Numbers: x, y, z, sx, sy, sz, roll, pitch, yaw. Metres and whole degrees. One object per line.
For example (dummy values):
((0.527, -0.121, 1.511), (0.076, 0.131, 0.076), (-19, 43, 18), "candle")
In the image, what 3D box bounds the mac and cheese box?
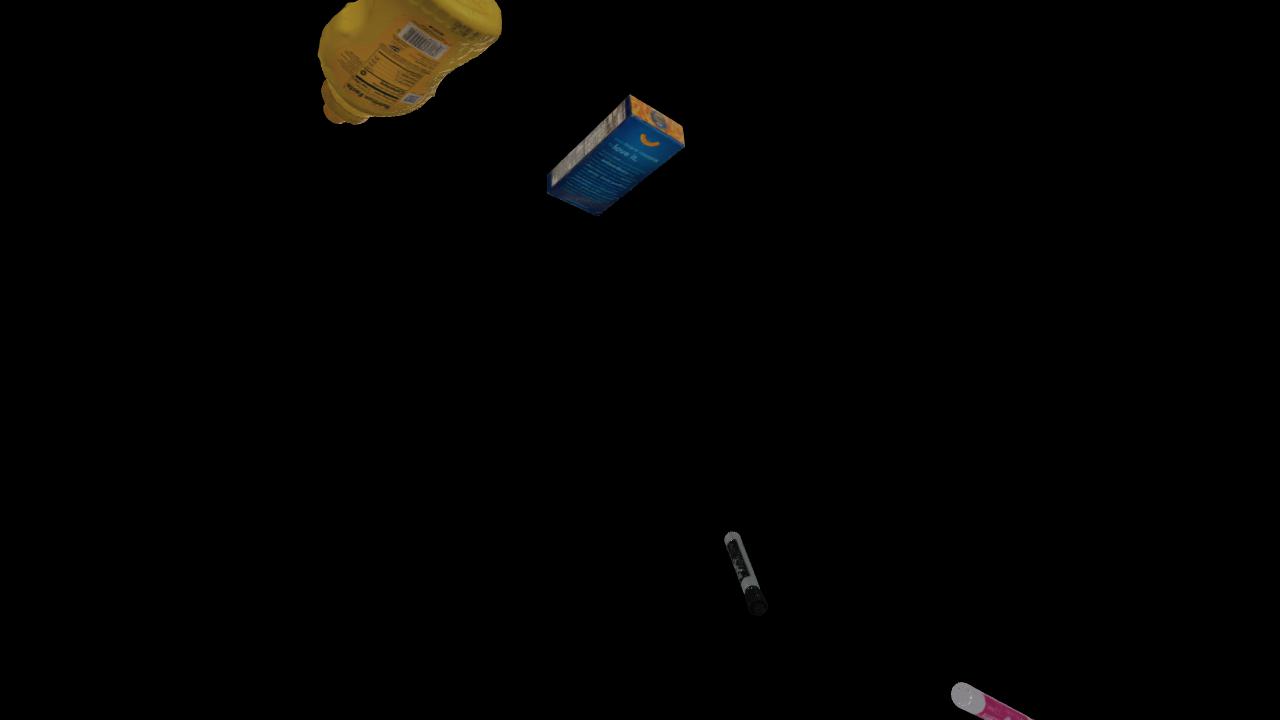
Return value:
((-0.037, -0.265, 0.821), (0.093, 0.041, 0.184), (17, -30, -39), "mac and cheese box")

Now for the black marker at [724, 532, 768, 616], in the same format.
((0.108, 0.217, 0.631), (0.020, 0.020, 0.121), (0, 17, -4), "black marker")

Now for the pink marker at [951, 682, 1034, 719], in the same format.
((0.291, 0.284, 0.489), (0.121, 0.020, 0.020), (33, -14, -22), "pink marker")

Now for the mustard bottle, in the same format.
((-0.201, -0.242, 0.491), (0.184, 0.054, 0.092), (-21, -18, 35), "mustard bottle")
